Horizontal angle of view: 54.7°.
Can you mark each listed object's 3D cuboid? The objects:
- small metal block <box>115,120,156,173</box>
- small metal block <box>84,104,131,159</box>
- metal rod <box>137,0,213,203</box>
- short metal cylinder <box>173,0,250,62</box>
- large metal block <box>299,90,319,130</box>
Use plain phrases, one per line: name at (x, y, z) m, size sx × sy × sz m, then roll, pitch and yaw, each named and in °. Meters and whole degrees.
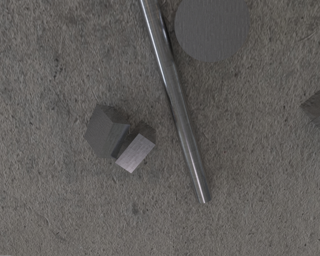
small metal block at (-0.031, 0.023, 0.405) m, size 0.025 × 0.050 × 0.050 m, roll 37°, pitch 106°, yaw -13°
small metal block at (-0.068, 0.004, 0.394) m, size 0.025 × 0.050 × 0.050 m, roll 8°, pitch 114°, yaw -41°
metal rod at (0.022, -0.033, 0.397) m, size 0.025 × 0.025 × 0.298 m, roll -15°, pitch 110°, yaw 5°
short metal cylinder at (0.056, -0.119, 0.353) m, size 0.081 × 0.050 × 0.079 m, roll 0°, pitch 110°, yaw 0°
large metal block at (0.243, -0.020, 0.392) m, size 0.080 × 0.050 × 0.080 m, roll -42°, pitch 105°, yaw 14°
